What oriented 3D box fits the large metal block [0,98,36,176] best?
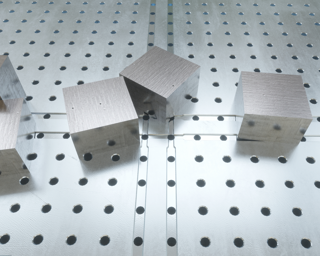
[{"bbox_3d":[-0.205,0.013,0.380,0.080,0.050,0.080,-7,50,-6],"label":"large metal block"}]

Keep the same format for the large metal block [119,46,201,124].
[{"bbox_3d":[0.001,-0.064,0.446,0.080,0.050,0.080,30,56,23],"label":"large metal block"}]

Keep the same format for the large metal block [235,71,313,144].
[{"bbox_3d":[0.147,-0.029,0.416,0.080,0.050,0.080,5,50,4],"label":"large metal block"}]

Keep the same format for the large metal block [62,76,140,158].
[{"bbox_3d":[-0.076,-0.016,0.405,0.081,0.050,0.080,-14,51,-11],"label":"large metal block"}]

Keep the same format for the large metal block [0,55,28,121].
[{"bbox_3d":[-0.237,-0.050,0.413,0.080,0.080,0.050,2,50,2],"label":"large metal block"}]
